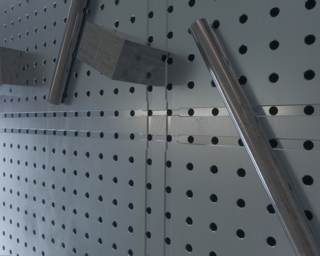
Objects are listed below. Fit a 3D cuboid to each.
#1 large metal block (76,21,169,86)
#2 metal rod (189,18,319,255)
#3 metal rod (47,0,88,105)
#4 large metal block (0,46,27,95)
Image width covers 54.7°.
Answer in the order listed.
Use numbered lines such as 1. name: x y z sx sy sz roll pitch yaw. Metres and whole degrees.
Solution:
1. large metal block: -0.050 -0.098 0.415 0.080 0.081 0.050 34 111 35
2. metal rod: 0.099 0.011 0.327 0.025 0.025 0.299 -34 69 35
3. metal rod: -0.147 -0.182 0.530 0.025 0.025 0.298 31 109 35
4. large metal block: -0.336 -0.120 0.671 0.080 0.050 0.080 -14 81 39
